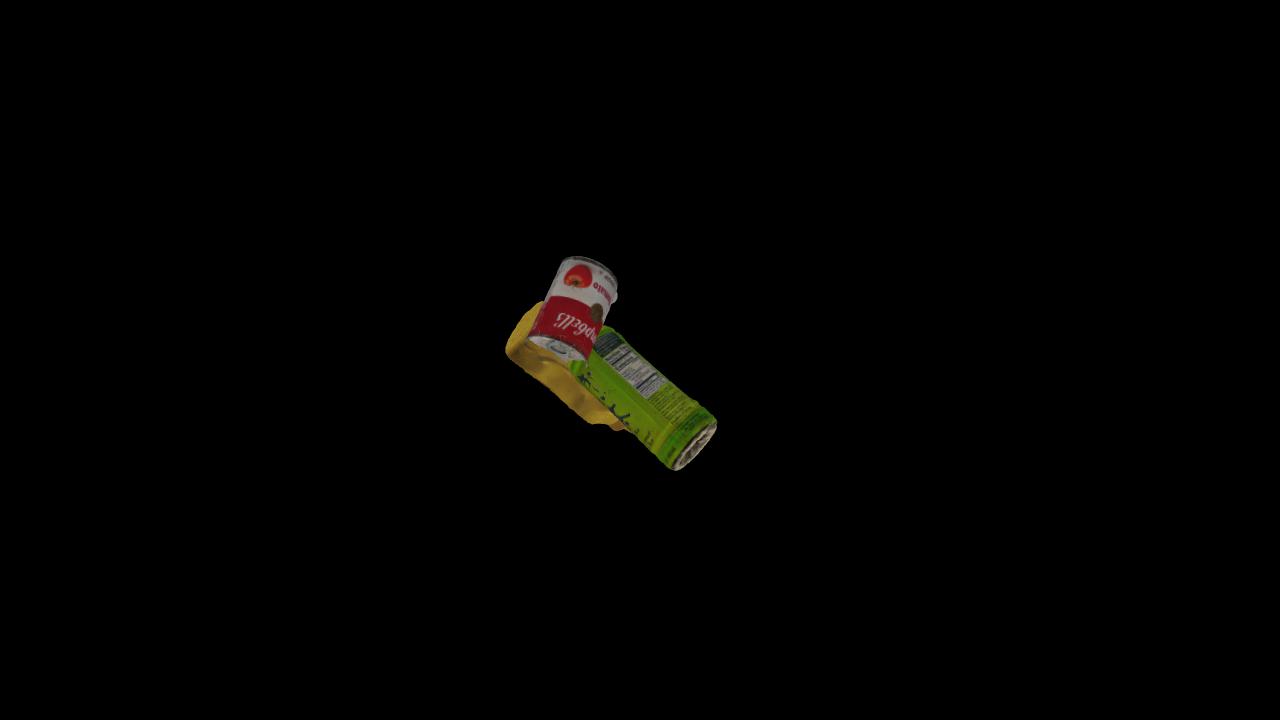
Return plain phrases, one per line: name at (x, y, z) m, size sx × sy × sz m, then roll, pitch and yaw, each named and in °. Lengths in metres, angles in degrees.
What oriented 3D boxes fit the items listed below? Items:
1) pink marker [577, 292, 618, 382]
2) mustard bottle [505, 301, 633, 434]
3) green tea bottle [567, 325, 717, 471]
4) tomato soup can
pink marker at (-0.059, -0.058, 0.712) m, size 0.020 × 0.020 × 0.121 m, roll 0°, pitch -12°, yaw -28°
mustard bottle at (-0.062, 0.022, 0.684) m, size 0.054 × 0.184 × 0.092 m, roll -38°, pitch 22°, yaw 21°
green tea bottle at (-0.017, 0.019, 0.637) m, size 0.212 × 0.073 × 0.073 m, roll 44°, pitch 18°, yaw 20°
tomato soup can at (-0.069, -0.048, 0.636) m, size 0.068 × 0.101 × 0.068 m, roll 16°, pitch -26°, yaw 8°
